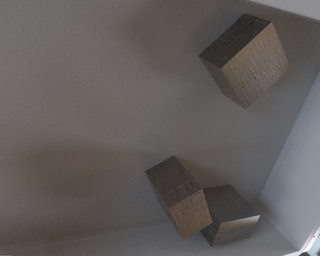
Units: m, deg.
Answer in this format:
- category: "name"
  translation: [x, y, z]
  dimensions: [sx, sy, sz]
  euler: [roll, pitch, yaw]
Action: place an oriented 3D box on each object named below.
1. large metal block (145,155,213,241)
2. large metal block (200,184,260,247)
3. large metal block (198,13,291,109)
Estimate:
- category: "large metal block"
  translation: [0.027, 0.101, 0.452]
  dimensions: [0.050, 0.080, 0.080]
  euler: [-28, 128, -11]
- category: "large metal block"
  translation: [0.104, 0.144, 0.522]
  dimensions: [0.081, 0.080, 0.050]
  euler: [-1, 119, -28]
- category: "large metal block"
  translation: [0.111, -0.086, 0.402]
  dimensions: [0.080, 0.050, 0.080]
  euler: [-43, 130, 1]
